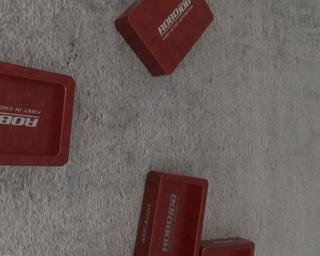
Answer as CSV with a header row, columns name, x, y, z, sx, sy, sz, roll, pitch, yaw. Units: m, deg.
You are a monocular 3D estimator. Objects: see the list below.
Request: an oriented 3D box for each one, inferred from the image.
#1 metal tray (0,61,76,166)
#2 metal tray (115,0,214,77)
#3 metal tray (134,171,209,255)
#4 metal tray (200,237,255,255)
name,x,y,z,sx,sy,sz,roll,pitch,yaw
metal tray,-0.147,-0.013,0.277,0.131,0.030,0.089,7,86,-40
metal tray,0.011,-0.143,0.410,0.090,0.030,0.130,50,60,-28
metal tray,0.017,0.128,0.415,0.091,0.030,0.129,15,80,-39
metal tray,0.094,0.222,0.479,0.131,0.030,0.090,13,82,-39
